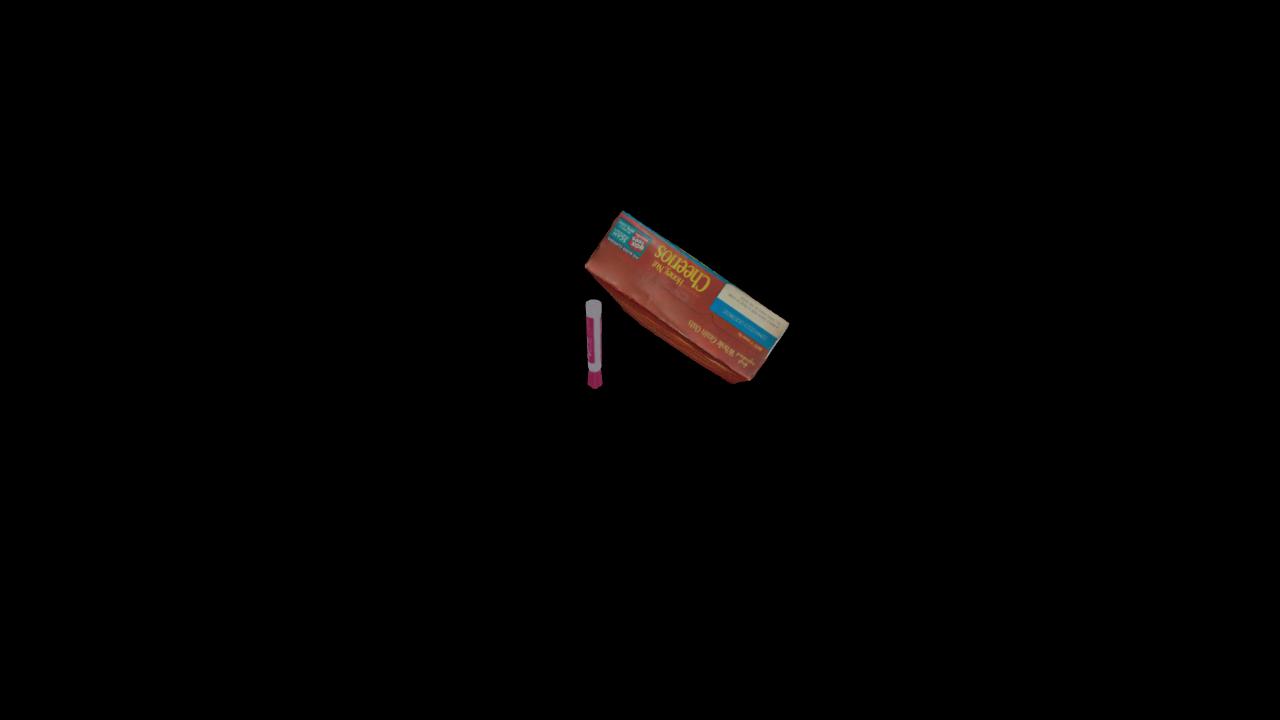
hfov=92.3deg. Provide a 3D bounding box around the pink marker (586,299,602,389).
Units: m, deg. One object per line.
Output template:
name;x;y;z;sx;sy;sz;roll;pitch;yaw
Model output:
pink marker;-0.055;-0.016;0.745;0.020;0.121;0.020;1;33;-1

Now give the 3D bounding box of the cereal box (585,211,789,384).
cereal box;0.059;-0.057;0.743;0.203;0.081;0.306;35;0;7
